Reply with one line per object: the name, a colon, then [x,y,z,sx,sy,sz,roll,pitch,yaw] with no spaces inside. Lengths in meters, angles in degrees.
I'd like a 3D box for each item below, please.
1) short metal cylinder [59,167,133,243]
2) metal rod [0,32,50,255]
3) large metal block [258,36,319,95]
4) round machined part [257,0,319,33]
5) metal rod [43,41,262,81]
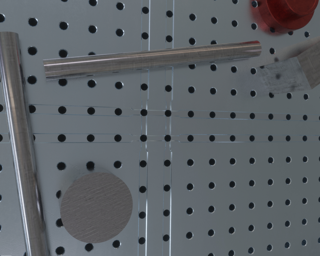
short metal cylinder: [-0.078,0.089,0.371,0.081,0.050,0.079,0,90,-20]
metal rod: [-0.154,0.043,0.355,0.025,0.025,0.298,-8,93,-20]
large metal block: [0.211,-0.094,0.461,0.080,0.080,0.050,-33,101,-17]
round machined part: [0.204,-0.202,0.479,0.099,0.042,0.097,0,90,-20]
metal rod: [0.005,-0.093,0.414,0.302,0.025,0.025,-10,94,-20]
